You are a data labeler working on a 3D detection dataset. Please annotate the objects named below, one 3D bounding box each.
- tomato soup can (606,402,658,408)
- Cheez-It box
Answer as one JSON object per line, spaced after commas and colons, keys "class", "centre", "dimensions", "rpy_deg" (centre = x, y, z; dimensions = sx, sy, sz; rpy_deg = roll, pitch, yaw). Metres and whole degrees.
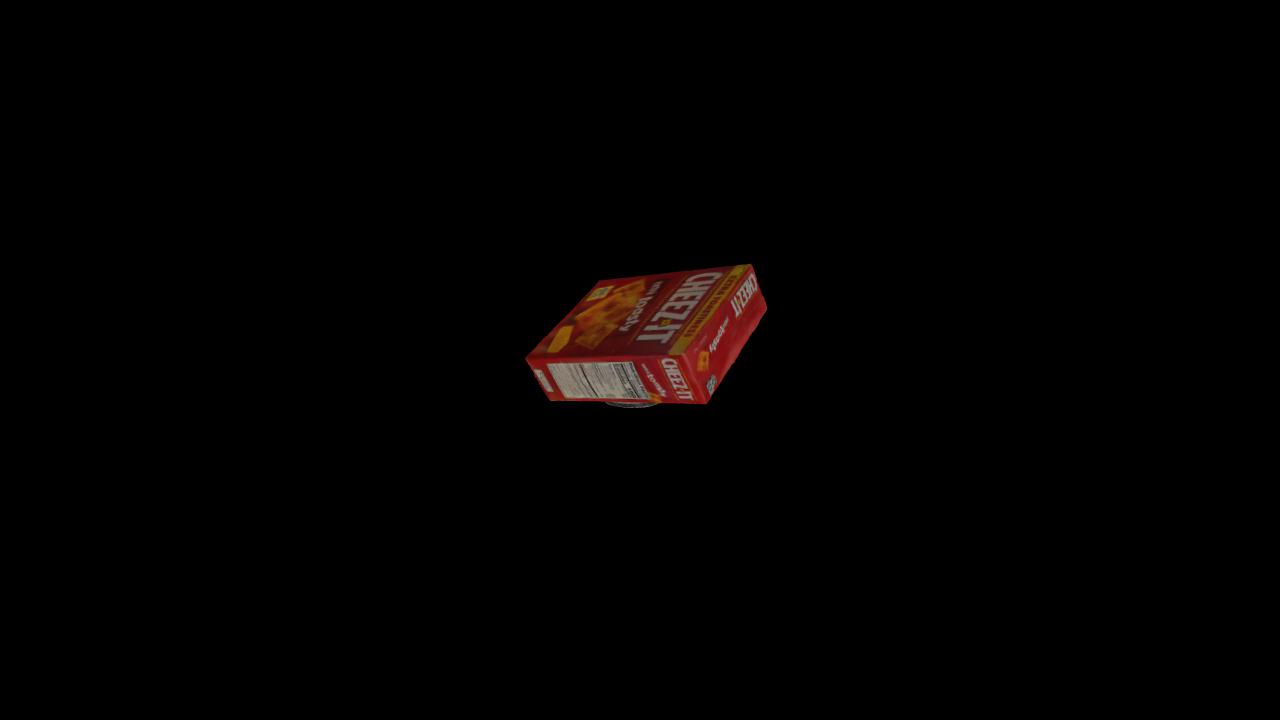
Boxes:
{"class": "tomato soup can", "centre": [-0.009, -0.001, 0.702], "dimensions": [0.068, 0.101, 0.068], "rpy_deg": [0, 11, 0]}
{"class": "Cheez-It box", "centre": [0.006, -0.028, 0.681], "dimensions": [0.223, 0.071, 0.166], "rpy_deg": [0, 38, 39]}
